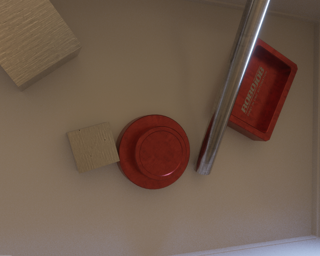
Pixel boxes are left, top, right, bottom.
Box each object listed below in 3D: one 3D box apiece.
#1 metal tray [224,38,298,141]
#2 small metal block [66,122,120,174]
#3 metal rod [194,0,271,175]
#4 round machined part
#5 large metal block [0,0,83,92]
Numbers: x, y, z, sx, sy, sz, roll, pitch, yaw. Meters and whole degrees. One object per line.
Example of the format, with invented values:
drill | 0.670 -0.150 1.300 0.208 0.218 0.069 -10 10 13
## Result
metal tray | 0.142 -0.056 0.462 0.090 0.030 0.130 28 81 -18
small metal block | -0.083 0.023 0.381 0.050 0.025 0.050 -16 96 -20
metal rod | 0.093 -0.073 0.377 0.025 0.025 0.298 5 115 -20
round machined part | -0.005 0.031 0.401 0.099 0.042 0.097 0 90 -21
large metal block | -0.147 -0.098 0.343 0.080 0.050 0.080 -39 103 -16
